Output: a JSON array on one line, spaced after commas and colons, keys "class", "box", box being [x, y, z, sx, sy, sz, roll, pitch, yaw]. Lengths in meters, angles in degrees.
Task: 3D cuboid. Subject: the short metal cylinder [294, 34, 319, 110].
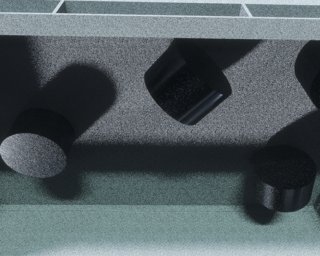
[{"class": "short metal cylinder", "box": [0.199, -0.063, 0.342, 0.081, 0.050, 0.079, 0, 130, 0]}]

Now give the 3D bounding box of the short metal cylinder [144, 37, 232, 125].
[{"class": "short metal cylinder", "box": [0.030, -0.049, 0.331, 0.080, 0.080, 0.050, 32, 123, -25]}]

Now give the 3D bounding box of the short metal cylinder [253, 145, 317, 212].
[{"class": "short metal cylinder", "box": [0.172, 0.070, 0.435, 0.080, 0.080, 0.050, -8, 130, 6]}]

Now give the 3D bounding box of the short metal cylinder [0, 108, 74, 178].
[{"class": "short metal cylinder", "box": [-0.159, 0.020, 0.408, 0.081, 0.050, 0.079, 0, 130, 0]}]
